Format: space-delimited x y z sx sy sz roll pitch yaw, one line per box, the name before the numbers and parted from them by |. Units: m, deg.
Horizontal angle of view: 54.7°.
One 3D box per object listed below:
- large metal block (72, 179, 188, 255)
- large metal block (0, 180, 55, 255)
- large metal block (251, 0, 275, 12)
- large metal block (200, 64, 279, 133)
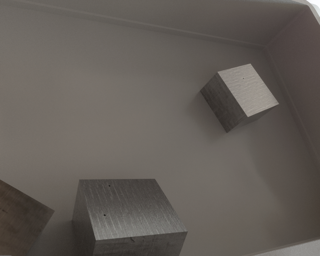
large metal block | -0.033 0.092 0.292 0.081 0.050 0.080 4 24 -26
large metal block | -0.140 0.078 0.247 0.080 0.080 0.050 33 52 -7
large metal block | 0.242 -0.331 0.724 0.080 0.050 0.080 39 51 -2
large metal block | 0.124 -0.048 0.485 0.081 0.050 0.080 -20 72 -35
